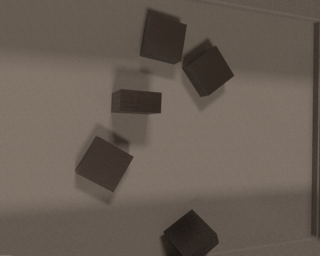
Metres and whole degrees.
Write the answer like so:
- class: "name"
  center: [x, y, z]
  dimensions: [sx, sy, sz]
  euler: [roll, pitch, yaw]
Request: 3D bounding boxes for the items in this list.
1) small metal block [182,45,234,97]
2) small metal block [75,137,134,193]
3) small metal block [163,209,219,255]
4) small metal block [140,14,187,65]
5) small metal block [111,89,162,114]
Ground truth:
- class: "small metal block"
  center: [0.068, -0.079, 0.437]
  dimensions: [0.050, 0.025, 0.050]
  euler: [-38, 103, -16]
- class: "small metal block"
  center: [-0.069, 0.045, 0.386]
  dimensions: [0.050, 0.025, 0.050]
  euler: [33, 79, -18]
- class: "small metal block"
  center: [0.041, 0.145, 0.411]
  dimensions: [0.050, 0.050, 0.025]
  euler: [-33, 133, -17]
- class: "small metal block"
  center: [0.004, -0.117, 0.413]
  dimensions: [0.050, 0.025, 0.050]
  euler: [10, 87, -20]
- class: "small metal block"
  center: [-0.031, -0.031, 0.387]
  dimensions: [0.050, 0.050, 0.025]
  euler: [2, 90, -20]
